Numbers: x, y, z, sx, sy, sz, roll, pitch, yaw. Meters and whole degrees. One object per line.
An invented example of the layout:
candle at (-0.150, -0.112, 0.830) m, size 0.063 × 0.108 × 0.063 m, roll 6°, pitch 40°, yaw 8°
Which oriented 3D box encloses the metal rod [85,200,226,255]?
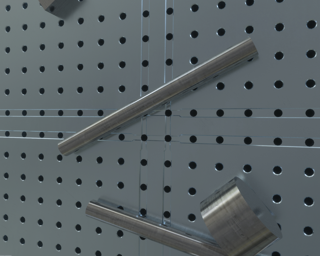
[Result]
metal rod at (0.039, 0.149, 0.398) m, size 0.301 × 0.025 × 0.025 m, roll 14°, pitch 95°, yaw 19°

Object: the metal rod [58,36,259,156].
metal rod at (-0.015, -0.034, 0.416) m, size 0.300 × 0.025 × 0.025 m, roll -27°, pitch 81°, yaw 17°

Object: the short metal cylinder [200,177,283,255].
short metal cylinder at (0.091, 0.103, 0.351) m, size 0.050 × 0.080 × 0.080 m, roll -41°, pitch 77°, yaw 15°

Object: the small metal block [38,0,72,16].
small metal block at (-0.161, -0.209, 0.468) m, size 0.050 × 0.025 × 0.050 m, roll -37°, pitch 79°, yaw 16°
